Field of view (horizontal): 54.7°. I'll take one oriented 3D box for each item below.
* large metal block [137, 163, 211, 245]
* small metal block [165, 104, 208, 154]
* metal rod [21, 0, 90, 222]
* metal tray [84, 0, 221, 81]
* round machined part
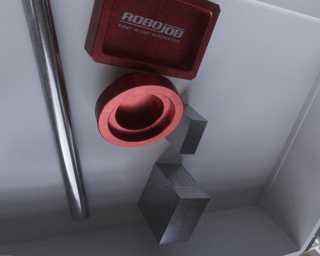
[{"bbox_3d":[0.017,0.108,0.451,0.050,0.080,0.079,8,114,-32],"label":"large metal block"},{"bbox_3d":[0.032,0.000,0.412,0.025,0.050,0.050,5,116,-31],"label":"small metal block"},{"bbox_3d":[-0.110,-0.007,0.345,0.025,0.025,0.298,-14,125,-21],"label":"metal rod"},{"bbox_3d":[-0.006,-0.108,0.336,0.131,0.030,0.089,5,116,-31],"label":"metal tray"},{"bbox_3d":[-0.026,-0.025,0.358,0.099,0.042,0.097,-13,140,-11],"label":"round machined part"}]
